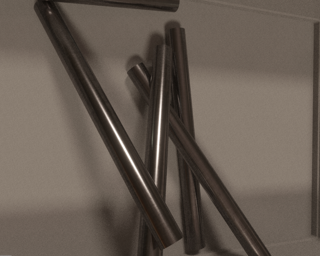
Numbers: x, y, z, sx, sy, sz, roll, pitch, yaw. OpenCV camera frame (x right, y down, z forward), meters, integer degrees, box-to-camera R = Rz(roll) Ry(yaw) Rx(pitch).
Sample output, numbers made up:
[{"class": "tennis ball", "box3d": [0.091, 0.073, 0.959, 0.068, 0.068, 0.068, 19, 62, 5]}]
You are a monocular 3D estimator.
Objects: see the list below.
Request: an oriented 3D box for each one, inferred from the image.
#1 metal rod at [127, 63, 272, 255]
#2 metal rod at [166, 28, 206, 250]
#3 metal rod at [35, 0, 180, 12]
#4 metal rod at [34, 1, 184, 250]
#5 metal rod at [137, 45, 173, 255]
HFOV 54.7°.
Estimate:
[{"class": "metal rod", "box3d": [0.051, 0.047, 0.399, 0.025, 0.025, 0.299, -33, 89, -17]}, {"class": "metal rod", "box3d": [0.036, 0.016, 0.425, 0.025, 0.025, 0.298, -7, 92, -20]}, {"class": "metal rod", "box3d": [-0.113, -0.155, 0.348, 0.303, 0.025, 0.025, -6, 93, -28]}, {"class": "metal rod", "box3d": [-0.062, -0.018, 0.324, 0.025, 0.025, 0.299, -25, 74, -19]}, {"class": "metal rod", "box3d": [-0.005, 0.038, 0.340, 0.025, 0.025, 0.299, 12, 66, -20]}]
